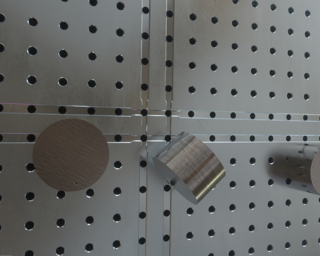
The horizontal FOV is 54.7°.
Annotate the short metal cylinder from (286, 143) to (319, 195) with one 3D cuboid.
[{"bbox_3d":[0.250,0.065,0.492,0.081,0.050,0.079,0,90,-20],"label":"short metal cylinder"}]

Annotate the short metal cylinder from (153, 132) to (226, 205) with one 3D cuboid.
[{"bbox_3d":[0.036,0.051,0.397,0.050,0.080,0.080,-42,104,-15],"label":"short metal cylinder"}]

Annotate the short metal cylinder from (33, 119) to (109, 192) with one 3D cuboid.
[{"bbox_3d":[-0.104,0.029,0.361,0.081,0.050,0.079,0,90,-20],"label":"short metal cylinder"}]
